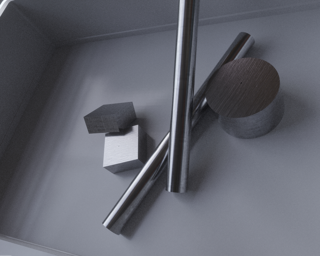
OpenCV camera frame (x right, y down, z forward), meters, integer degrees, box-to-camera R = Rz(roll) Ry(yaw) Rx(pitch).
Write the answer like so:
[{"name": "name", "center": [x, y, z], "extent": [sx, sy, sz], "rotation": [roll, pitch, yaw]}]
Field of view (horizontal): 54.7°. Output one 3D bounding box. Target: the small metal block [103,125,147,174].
[{"name": "small metal block", "center": [-0.046, 0.029, 0.411], "extent": [0.050, 0.025, 0.050], "rotation": [-15, 56, 19]}]

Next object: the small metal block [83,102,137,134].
[{"name": "small metal block", "center": [-0.068, -0.015, 0.433], "extent": [0.050, 0.025, 0.050], "rotation": [-4, 22, 26]}]

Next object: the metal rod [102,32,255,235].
[{"name": "metal rod", "center": [0.030, -0.001, 0.389], "extent": [0.025, 0.025, 0.300], "rotation": [28, 77, 37]}]

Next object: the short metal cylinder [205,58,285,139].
[{"name": "short metal cylinder", "center": [0.099, -0.034, 0.358], "extent": [0.080, 0.050, 0.080], "rotation": [-13, 56, 20]}]

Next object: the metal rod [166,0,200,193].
[{"name": "metal rod", "center": [0.029, -0.077, 0.360], "extent": [0.025, 0.025, 0.298], "rotation": [3, 87, 29]}]
